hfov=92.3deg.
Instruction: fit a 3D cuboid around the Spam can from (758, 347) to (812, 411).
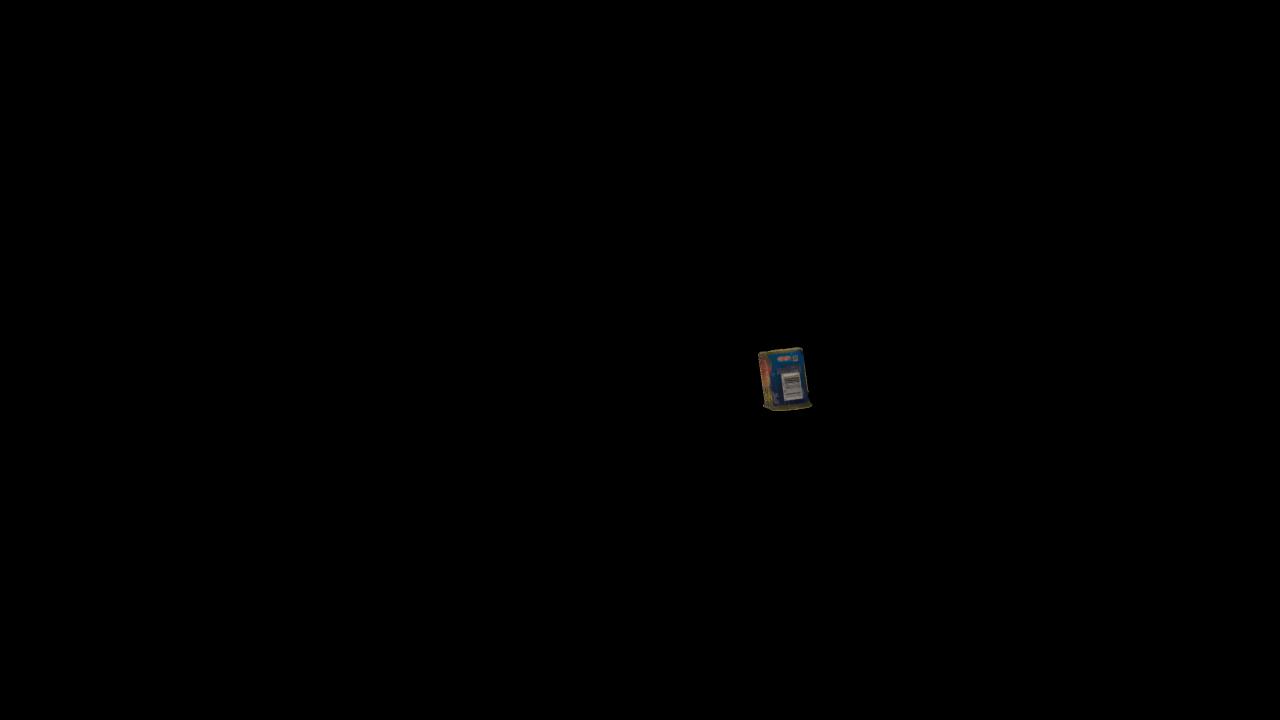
[{"bbox_3d":[0.209,0.026,0.897,0.058,0.085,0.101,-7,0,0],"label":"Spam can"}]
